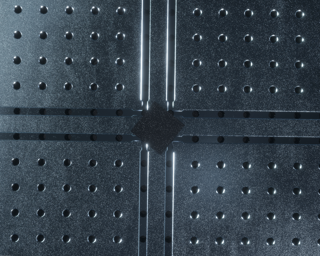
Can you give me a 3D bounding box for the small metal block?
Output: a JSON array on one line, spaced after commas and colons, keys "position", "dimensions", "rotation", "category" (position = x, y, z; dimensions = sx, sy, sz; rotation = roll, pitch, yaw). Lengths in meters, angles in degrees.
[{"position": [-0.003, 0.000, 0.413], "dimensions": [0.050, 0.025, 0.050], "rotation": [38, 90, -1], "category": "small metal block"}]
